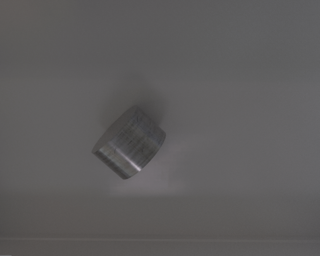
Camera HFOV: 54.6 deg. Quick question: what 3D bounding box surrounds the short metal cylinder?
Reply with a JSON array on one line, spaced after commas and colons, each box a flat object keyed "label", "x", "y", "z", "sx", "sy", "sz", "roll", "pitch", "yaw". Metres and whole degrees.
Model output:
[{"label": "short metal cylinder", "x": -0.039, "y": 0.017, "z": 0.388, "sx": 0.080, "sy": 0.080, "sz": 0.050, "roll": -42, "pitch": 105, "yaw": 14}]
